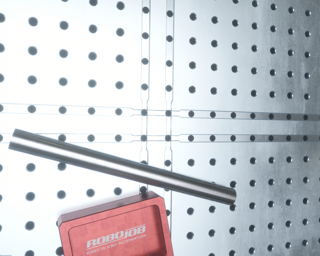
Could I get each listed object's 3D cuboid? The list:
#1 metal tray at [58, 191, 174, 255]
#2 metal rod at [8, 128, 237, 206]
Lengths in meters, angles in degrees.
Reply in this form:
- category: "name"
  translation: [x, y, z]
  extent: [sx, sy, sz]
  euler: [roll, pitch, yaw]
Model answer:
- category: "metal tray"
  translation: [-0.053, 0.141, 0.390]
  extent: [0.131, 0.030, 0.089]
  euler: [-11, 94, -20]
- category: "metal rod"
  translation: [-0.032, 0.056, 0.400]
  extent: [0.302, 0.025, 0.025]
  euler: [18, 84, -19]
